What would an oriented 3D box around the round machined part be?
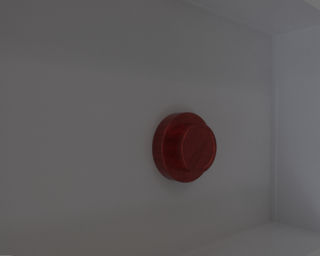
[{"bbox_3d":[0.041,0.027,0.428,0.099,0.042,0.097,0,90,-40],"label":"round machined part"}]
